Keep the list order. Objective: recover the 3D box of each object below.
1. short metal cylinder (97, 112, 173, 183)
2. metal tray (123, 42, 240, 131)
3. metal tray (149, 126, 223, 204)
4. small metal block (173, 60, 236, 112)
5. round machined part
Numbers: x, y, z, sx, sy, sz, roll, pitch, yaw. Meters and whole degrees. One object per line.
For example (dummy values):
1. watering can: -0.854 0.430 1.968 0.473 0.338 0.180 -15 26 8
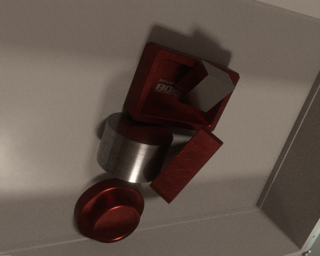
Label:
1. short metal cylinder: -0.030 0.021 0.371 0.081 0.080 0.050 5 116 -31
2. metal tray: 0.030 -0.046 0.394 0.131 0.030 0.089 9 114 -33
3. metal tray: 0.034 0.049 0.399 0.090 0.030 0.130 -48 170 -4
4. small metal block: 0.054 -0.050 0.379 0.050 0.025 0.050 17 134 -39
5. round machined part: -0.067 0.123 0.439 0.099 0.042 0.097 -14 125 -21
